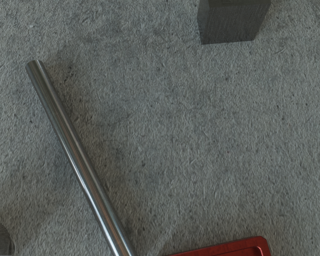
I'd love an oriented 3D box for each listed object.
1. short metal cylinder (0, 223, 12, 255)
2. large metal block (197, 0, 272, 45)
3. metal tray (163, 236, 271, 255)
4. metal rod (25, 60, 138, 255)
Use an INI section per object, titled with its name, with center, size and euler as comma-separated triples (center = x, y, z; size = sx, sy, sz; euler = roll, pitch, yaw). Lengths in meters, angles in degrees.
[short metal cylinder]
center = -0.216, 0.139, 0.341
size = 0.081, 0.050, 0.080
euler = 0, 70, 0
[large metal block]
center = 0.100, -0.166, 0.441
size = 0.081, 0.080, 0.050
euler = -5, 70, -2
[metal tray]
center = 0.063, 0.178, 0.341
size = 0.131, 0.030, 0.090
euler = -11, 70, -5
[metal rod]
center = -0.105, 0.035, 0.393
size = 0.025, 0.025, 0.299
euler = -28, 73, -10
